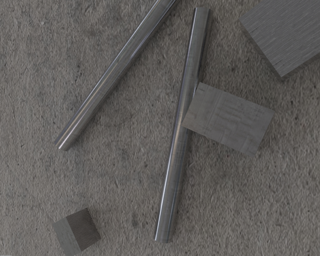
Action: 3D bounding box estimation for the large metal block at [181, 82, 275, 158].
[{"bbox_3d":[0.081,-0.010,0.351,0.080,0.080,0.050,25,98,18],"label":"large metal block"}]

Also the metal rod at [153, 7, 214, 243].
[{"bbox_3d":[0.029,-0.001,0.398,0.025,0.025,0.298,11,94,19],"label":"metal rod"}]

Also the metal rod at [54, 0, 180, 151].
[{"bbox_3d":[-0.054,-0.087,0.427,0.025,0.025,0.299,42,103,15],"label":"metal rod"}]

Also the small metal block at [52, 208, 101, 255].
[{"bbox_3d":[-0.116,0.146,0.437,0.025,0.050,0.050,-31,80,17],"label":"small metal block"}]

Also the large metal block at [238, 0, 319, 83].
[{"bbox_3d":[0.147,-0.108,0.344,0.080,0.050,0.080,-35,79,16],"label":"large metal block"}]
